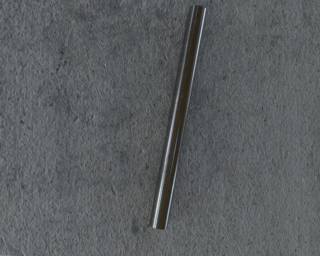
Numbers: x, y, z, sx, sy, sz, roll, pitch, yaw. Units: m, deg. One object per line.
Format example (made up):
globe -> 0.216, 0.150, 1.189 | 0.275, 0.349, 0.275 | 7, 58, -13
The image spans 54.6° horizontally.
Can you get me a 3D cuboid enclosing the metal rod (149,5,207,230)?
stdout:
metal rod -> 0.025, -0.017, 0.417 | 0.025, 0.025, 0.299 | 12, 86, -20
